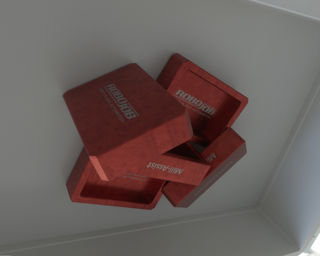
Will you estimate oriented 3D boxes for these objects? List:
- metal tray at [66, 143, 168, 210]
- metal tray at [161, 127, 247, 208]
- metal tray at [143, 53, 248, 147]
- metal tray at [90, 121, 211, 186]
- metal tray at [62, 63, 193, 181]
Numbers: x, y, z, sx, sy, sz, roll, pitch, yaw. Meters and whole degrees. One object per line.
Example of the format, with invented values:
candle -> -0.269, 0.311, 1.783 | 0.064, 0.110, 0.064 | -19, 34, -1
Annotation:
metal tray -> -0.046, 0.061, 0.416 | 0.131, 0.030, 0.089 | 17, 109, -35
metal tray -> 0.069, 0.062, 0.456 | 0.130, 0.030, 0.090 | -43, 158, 2
metal tray -> 0.048, -0.030, 0.413 | 0.131, 0.030, 0.090 | 23, 106, -37
metal tray -> -0.013, 0.023, 0.371 | 0.131, 0.090, 0.030 | 17, 110, -35
metal tray -> -0.038, -0.015, 0.308 | 0.091, 0.130, 0.030 | -26, 128, -12
